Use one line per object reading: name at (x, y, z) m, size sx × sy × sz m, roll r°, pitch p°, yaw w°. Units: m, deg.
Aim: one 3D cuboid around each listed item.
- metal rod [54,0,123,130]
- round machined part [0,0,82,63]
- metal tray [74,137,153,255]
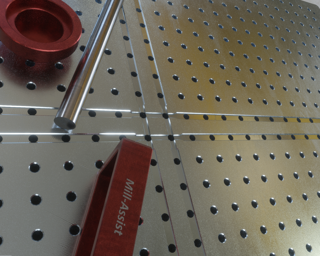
metal rod at (-0.086, -0.126, 0.438) m, size 0.025 × 0.025 × 0.300 m, roll 22°, pitch 54°, yaw -15°
round machined part at (-0.152, -0.121, 0.389) m, size 0.099 × 0.042 × 0.098 m, roll 14°, pitch 56°, yaw -21°
metal tray at (-0.048, 0.085, 0.288) m, size 0.030 × 0.090 × 0.130 m, roll 22°, pitch 54°, yaw -16°
